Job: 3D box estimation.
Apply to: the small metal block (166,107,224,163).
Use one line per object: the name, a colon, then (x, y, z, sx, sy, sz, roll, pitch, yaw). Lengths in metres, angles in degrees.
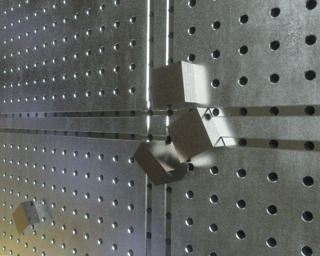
small metal block: (0.042, 0.009, 0.376, 0.050, 0.025, 0.050, -32, 70, 35)

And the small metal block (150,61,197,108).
small metal block: (0.017, -0.054, 0.397, 0.050, 0.025, 0.050, -8, 85, 40)

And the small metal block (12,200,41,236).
small metal block: (-0.277, 0.186, 0.640, 0.050, 0.025, 0.050, -45, 63, 30)

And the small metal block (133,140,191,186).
small metal block: (0.003, 0.043, 0.392, 0.050, 0.050, 0.025, 48, 119, 29)
